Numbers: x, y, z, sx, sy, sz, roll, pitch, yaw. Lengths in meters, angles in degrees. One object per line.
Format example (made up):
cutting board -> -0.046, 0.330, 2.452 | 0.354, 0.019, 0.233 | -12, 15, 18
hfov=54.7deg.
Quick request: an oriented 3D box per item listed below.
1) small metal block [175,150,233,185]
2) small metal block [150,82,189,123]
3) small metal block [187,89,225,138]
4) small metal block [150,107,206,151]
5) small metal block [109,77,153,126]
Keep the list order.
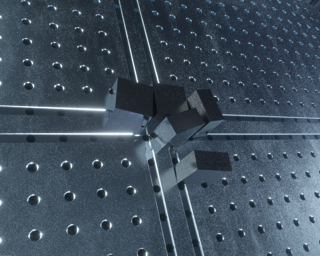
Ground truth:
small metal block -> 0.054, 0.051, 0.392 | 0.050, 0.050, 0.025 | 7, 59, -25
small metal block -> 0.010, -0.034, 0.436 | 0.050, 0.025, 0.050 | 5, 59, -26
small metal block -> 0.057, -0.020, 0.437 | 0.025, 0.050, 0.050 | -8, 66, -32
small metal block -> 0.022, 0.002, 0.405 | 0.050, 0.050, 0.025 | -19, 72, -36
small metal block -> -0.037, -0.035, 0.411 | 0.050, 0.025, 0.050 | 13, 56, -21
